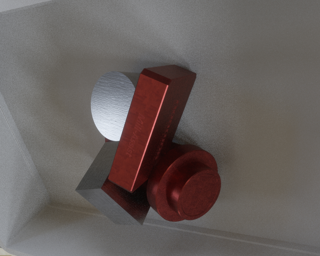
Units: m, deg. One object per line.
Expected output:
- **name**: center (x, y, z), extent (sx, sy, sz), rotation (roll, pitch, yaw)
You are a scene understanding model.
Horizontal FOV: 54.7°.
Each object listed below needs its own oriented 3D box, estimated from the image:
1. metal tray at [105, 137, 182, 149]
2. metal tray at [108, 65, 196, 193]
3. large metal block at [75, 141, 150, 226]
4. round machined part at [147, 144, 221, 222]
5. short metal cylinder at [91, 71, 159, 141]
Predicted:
- **metal tray**: center (-0.014, 0.057, 0.443), extent (0.130, 0.030, 0.089), rotation (16, 125, 18)
- **metal tray**: center (-0.007, -0.003, 0.345), extent (0.030, 0.090, 0.129), rotation (26, 112, 16)
- **large metal block**: center (-0.049, 0.071, 0.410), extent (0.050, 0.080, 0.080), rotation (-13, 128, 39)
- **round machined part**: center (0.036, 0.073, 0.380), extent (0.042, 0.099, 0.097), rotation (29, 136, 49)
- **short metal cylinder**: center (-0.037, -0.027, 0.373), extent (0.080, 0.050, 0.079), rotation (5, 99, 38)
